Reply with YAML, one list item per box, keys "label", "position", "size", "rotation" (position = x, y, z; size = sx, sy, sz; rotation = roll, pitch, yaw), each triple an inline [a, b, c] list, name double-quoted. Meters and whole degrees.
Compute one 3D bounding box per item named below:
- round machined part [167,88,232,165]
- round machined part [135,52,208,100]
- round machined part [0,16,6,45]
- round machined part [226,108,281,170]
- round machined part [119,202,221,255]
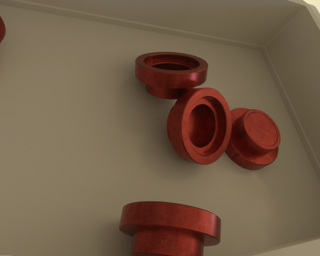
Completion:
- label: "round machined part"
  position: [0.047, -0.003, 0.405]
  size: [0.099, 0.042, 0.097]
  rotation: [-3, 95, -41]
- label: "round machined part"
  position: [0.015, -0.072, 0.428]
  size: [0.099, 0.042, 0.098]
  rotation: [3, 29, -1]
- label: "round machined part"
  position: [-0.223, -0.109, 0.328]
  size: [0.098, 0.042, 0.098]
  rotation: [32, 35, -26]
- label: "round machined part"
  position: [0.141, 0.011, 0.466]
  size: [0.099, 0.042, 0.098]
  rotation: [14, 56, -21]
- label: "round machined part"
  position: [0.009, 0.106, 0.300]
  size: [0.099, 0.098, 0.042]
  rotation: [19, 60, -18]
